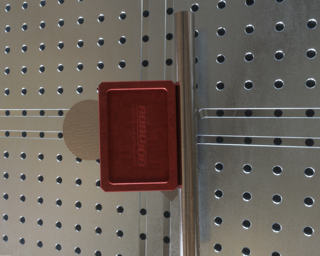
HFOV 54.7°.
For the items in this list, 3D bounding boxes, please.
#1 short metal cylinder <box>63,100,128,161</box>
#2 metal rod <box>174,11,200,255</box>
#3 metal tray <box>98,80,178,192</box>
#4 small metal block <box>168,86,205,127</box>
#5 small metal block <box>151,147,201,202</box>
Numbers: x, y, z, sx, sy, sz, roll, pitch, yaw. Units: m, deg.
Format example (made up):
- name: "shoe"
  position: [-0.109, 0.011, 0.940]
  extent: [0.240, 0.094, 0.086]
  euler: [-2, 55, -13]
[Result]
- name: "short metal cylinder"
  position: [-0.085, 0.002, 0.427]
  extent: [0.080, 0.050, 0.079]
  euler: [0, 90, 19]
- name: "metal rod"
  position: [0.033, 0.012, 0.373]
  extent: [0.025, 0.025, 0.298]
  euler: [-1, 90, 19]
- name: "metal tray"
  position: [-0.026, 0.009, 0.376]
  extent: [0.091, 0.030, 0.129]
  euler: [-1, 90, 0]
- name: "small metal block"
  position: [0.026, -0.029, 0.403]
  extent: [0.050, 0.025, 0.050]
  euler: [-16, 85, 19]
- name: "small metal block"
  position: [0.016, 0.059, 0.405]
  extent: [0.050, 0.025, 0.050]
  euler: [41, 102, 15]
